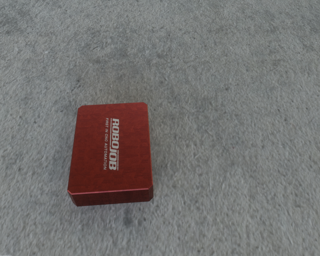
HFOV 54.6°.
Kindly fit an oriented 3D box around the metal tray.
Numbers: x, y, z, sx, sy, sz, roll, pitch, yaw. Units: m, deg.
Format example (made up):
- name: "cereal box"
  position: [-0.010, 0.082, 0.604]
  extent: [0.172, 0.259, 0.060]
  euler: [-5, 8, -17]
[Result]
- name: "metal tray"
  position: [-0.057, 0.027, 0.378]
  extent: [0.091, 0.030, 0.130]
  euler: [-3, 50, -3]
